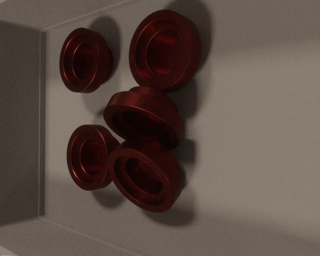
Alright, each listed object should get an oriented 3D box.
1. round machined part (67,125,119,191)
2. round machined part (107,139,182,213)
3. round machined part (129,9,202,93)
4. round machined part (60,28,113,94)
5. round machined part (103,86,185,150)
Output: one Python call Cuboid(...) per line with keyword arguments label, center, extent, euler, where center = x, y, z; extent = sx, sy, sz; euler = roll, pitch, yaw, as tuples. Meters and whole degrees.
Cuboid(label="round machined part", center=(-0.096, 0.043, 0.472), extent=(0.098, 0.042, 0.097), euler=(0, 90, 39))
Cuboid(label="round machined part", center=(-0.015, 0.055, 0.388), extent=(0.098, 0.042, 0.097), euler=(21, 131, 26))
Cuboid(label="round machined part", center=(0.011, -0.092, 0.385), extent=(0.098, 0.042, 0.097), euler=(0, 90, 39))
Cuboid(label="round machined part", center=(-0.111, -0.103, 0.485), extent=(0.098, 0.042, 0.097), euler=(0, 90, 39))
Cuboid(label="round machined part", center=(-0.016, -0.015, 0.384), extent=(0.098, 0.098, 0.042), euler=(-3, 53, 39))
